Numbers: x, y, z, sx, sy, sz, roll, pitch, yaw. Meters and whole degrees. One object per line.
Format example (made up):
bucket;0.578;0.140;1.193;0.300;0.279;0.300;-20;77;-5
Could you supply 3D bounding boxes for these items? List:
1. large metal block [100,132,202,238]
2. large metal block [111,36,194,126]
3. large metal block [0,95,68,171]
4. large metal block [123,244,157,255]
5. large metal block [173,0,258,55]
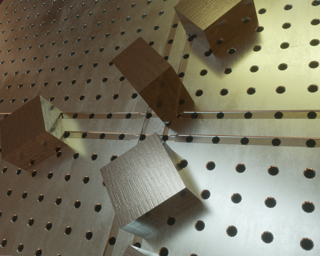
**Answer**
large metal block;-0.012;0.066;0.357;0.080;0.050;0.080;-34;52;5
large metal block;-0.009;-0.062;0.414;0.050;0.080;0.080;-40;51;1
large metal block;-0.200;0.008;0.490;0.080;0.050;0.080;-32;52;7
large metal block;-0.008;0.170;0.291;0.080;0.050;0.080;19;71;35
large metal block;0.080;-0.167;0.451;0.080;0.050;0.080;-38;51;2
